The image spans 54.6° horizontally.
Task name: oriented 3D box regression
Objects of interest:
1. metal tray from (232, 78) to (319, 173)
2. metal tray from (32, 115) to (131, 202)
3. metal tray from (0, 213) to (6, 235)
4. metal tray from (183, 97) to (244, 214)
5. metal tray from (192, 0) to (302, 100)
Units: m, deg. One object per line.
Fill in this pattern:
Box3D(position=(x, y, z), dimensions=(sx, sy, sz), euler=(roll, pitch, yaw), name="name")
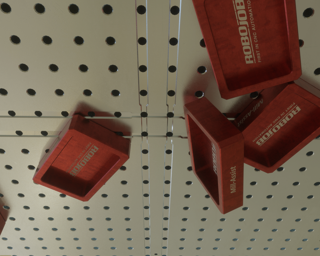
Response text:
Box3D(position=(0.153, -0.001, 0.407), dimensions=(0.090, 0.030, 0.129), euler=(24, 126, -20), name="metal tray")
Box3D(position=(-0.114, 0.049, 0.448), dimensions=(0.090, 0.030, 0.129), euler=(29, 124, -23), name="metal tray")
Box3D(position=(-0.331, 0.140, 0.523), dimensions=(0.090, 0.030, 0.129), euler=(-1, 130, 0), name="metal tray")
Box3D(position=(0.069, 0.037, 0.397), dimensions=(0.030, 0.090, 0.129), euler=(-21, 131, -11), name="metal tray")
Box3D(position=(0.093, -0.099, 0.324), dimensions=(0.090, 0.030, 0.130), euler=(-16, 129, 13), name="metal tray")
